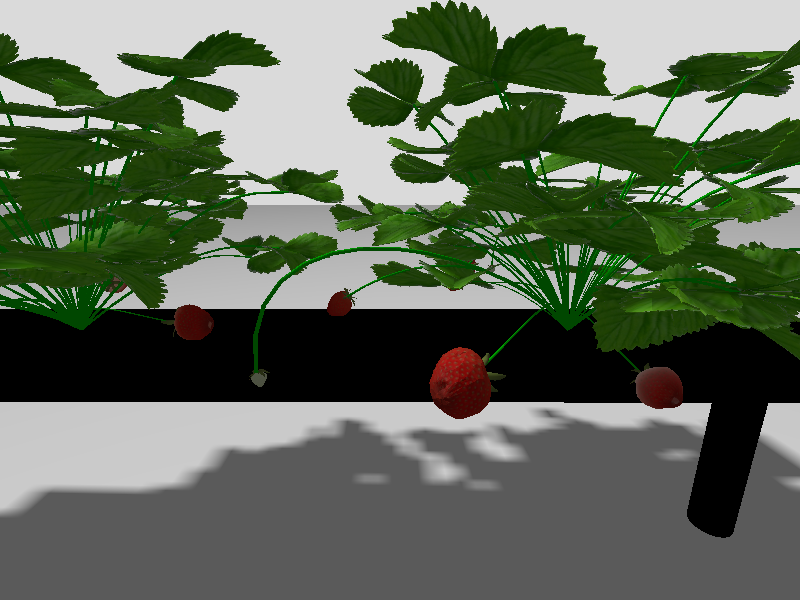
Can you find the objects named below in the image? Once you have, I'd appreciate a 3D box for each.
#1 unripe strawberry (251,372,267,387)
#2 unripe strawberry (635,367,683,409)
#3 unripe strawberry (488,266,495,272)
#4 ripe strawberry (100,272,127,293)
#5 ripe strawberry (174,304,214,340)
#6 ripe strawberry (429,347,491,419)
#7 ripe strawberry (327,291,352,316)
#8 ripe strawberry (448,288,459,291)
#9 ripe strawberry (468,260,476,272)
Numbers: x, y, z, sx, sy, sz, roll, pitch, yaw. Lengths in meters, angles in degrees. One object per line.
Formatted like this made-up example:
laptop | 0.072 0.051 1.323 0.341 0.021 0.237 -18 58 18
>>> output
unripe strawberry | -0.091 0.051 0.259 0.010 0.010 0.011 -7 17 -24
unripe strawberry | 0.153 0.053 0.234 0.024 0.025 0.026 0 16 1
unripe strawberry | 0.133 -0.044 0.582 0.010 0.011 0.011 -1 15 -5
ripe strawberry | -0.364 -0.025 0.509 0.030 0.032 0.033 -7 16 -24
ripe strawberry | -0.174 0.020 0.339 0.030 0.032 0.028 4 16 12
ripe strawberry | 0.032 0.047 0.224 0.034 0.039 0.037 12 20 38
ripe strawberry | -0.062 0.005 0.407 0.027 0.023 0.027 -38 5 18
ripe strawberry | 0.067 -0.027 0.519 0.029 0.030 0.031 -8 17 -28
ripe strawberry | 0.096 -0.052 0.602 0.033 0.035 0.035 -4 8 -13
